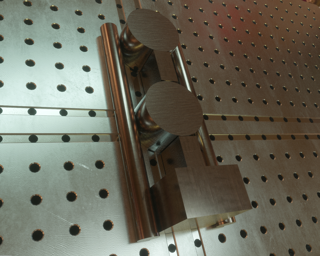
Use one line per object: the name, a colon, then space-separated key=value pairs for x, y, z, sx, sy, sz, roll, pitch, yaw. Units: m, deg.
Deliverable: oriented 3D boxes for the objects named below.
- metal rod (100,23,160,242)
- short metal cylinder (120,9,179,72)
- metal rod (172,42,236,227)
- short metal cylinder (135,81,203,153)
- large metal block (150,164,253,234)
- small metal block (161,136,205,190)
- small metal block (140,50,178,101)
metal rod: x=-0.044 y=-0.014 z=0.392 sx=0.025 sy=0.025 sz=0.299 roll=1 pitch=61 yaw=-28
short metal cylinder: x=-0.019 y=-0.129 z=0.460 sx=0.081 sy=0.050 sz=0.080 roll=14 pitch=56 yaw=-21
metal rod: x=0.049 y=-0.014 z=0.442 sx=0.025 sy=0.025 sz=0.299 roll=1 pitch=61 yaw=-28
short metal cylinder: x=0.009 y=-0.014 z=0.405 sx=0.081 sy=0.050 sz=0.080 roll=14 pitch=56 yaw=-21
large metal block: x=0.039 y=0.080 z=0.345 sx=0.081 sy=0.080 sz=0.050 roll=1 pitch=62 yaw=-28
small metal block: x=0.028 y=0.043 z=0.380 sx=0.025 sy=0.050 sz=0.050 roll=0 pitch=62 yaw=-28
small metal block: x=-0.003 y=-0.072 z=0.433 sx=0.025 sy=0.050 sz=0.050 roll=1 pitch=62 yaw=-28
